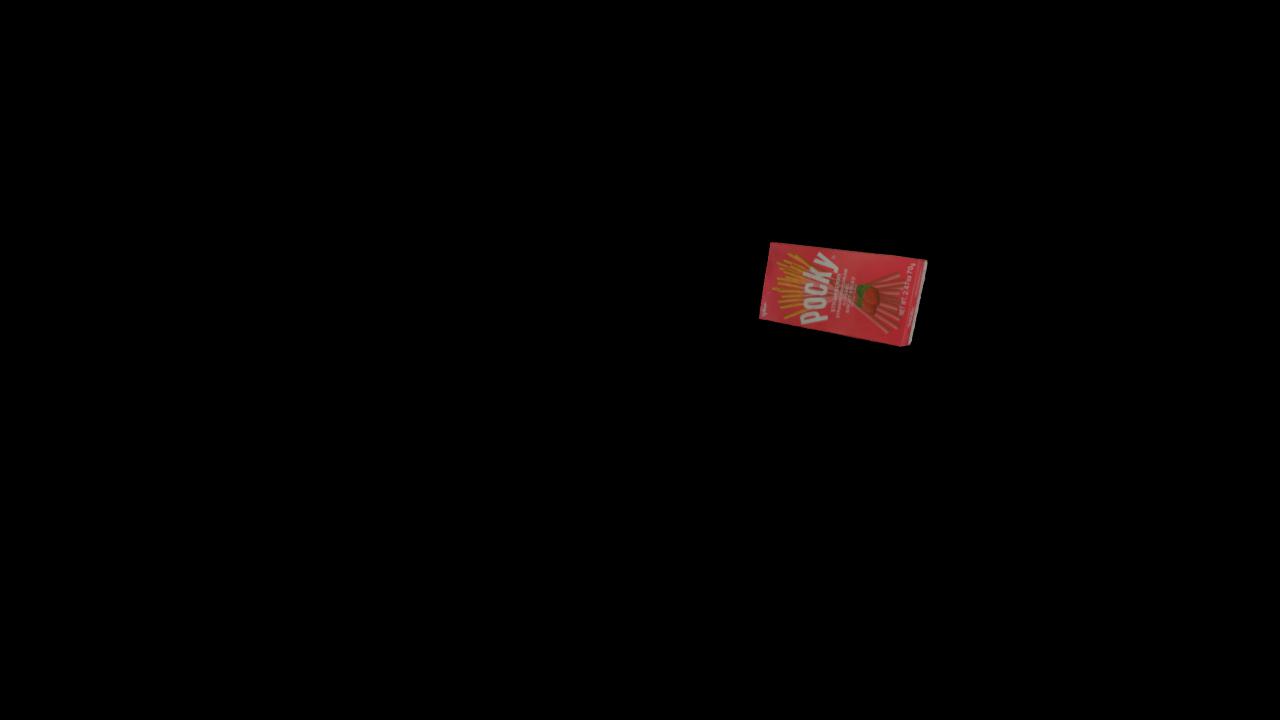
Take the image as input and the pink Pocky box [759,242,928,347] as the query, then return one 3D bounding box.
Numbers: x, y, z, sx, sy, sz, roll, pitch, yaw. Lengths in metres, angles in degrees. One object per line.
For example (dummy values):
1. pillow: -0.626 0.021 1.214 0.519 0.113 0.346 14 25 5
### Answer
1. pink Pocky box: 0.197 -0.069 0.618 0.155 0.084 0.029 16 15 36
